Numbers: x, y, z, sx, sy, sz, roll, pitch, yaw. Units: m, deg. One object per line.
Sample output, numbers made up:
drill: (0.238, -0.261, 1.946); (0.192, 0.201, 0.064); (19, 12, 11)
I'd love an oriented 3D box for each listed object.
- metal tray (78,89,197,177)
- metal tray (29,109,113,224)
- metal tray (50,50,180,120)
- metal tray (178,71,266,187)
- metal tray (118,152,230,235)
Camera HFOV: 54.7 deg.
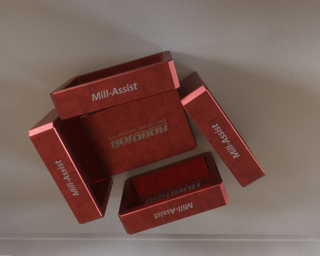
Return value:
metal tray: (-0.027, 0.002, 0.406); (0.131, 0.030, 0.090); (-19, 109, 6)
metal tray: (-0.104, 0.041, 0.388); (0.030, 0.090, 0.129); (-20, 109, 7)
metal tray: (-0.047, -0.052, 0.354); (0.131, 0.090, 0.030); (-15, 110, 5)
metal tray: (0.071, -0.001, 0.376); (0.030, 0.090, 0.130); (-34, 107, 12)
metal tray: (0.016, 0.081, 0.405); (0.131, 0.090, 0.030); (-19, 109, 6)
